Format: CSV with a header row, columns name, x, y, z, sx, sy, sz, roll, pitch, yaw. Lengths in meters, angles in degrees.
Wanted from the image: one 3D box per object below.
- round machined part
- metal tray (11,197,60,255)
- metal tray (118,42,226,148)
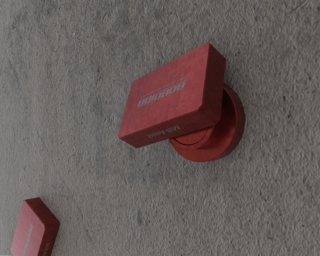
name,x,y,z,sx,sy,sz,roll,pitch,yaw
round machined part,0.043,-0.009,0.358,0.098,0.042,0.097,0,90,40
metal tray,-0.246,0.214,0.605,0.090,0.030,0.129,32,110,35
metal tray,0.011,-0.034,0.361,0.130,0.030,0.090,-19,49,42
